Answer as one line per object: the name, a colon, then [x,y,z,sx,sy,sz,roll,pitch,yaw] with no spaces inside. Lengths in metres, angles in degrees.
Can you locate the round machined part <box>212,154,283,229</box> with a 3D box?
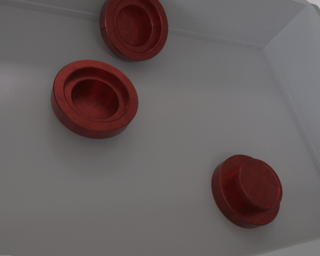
round machined part: [0.122,0.080,0.411,0.099,0.042,0.098,14,56,-21]

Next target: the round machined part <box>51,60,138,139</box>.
round machined part: [-0.079,-0.030,0.370,0.099,0.042,0.098,14,56,-21]

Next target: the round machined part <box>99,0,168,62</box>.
round machined part: [-0.041,-0.144,0.441,0.099,0.042,0.097,-5,99,-33]
